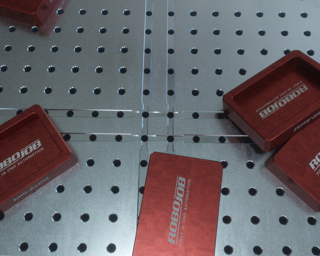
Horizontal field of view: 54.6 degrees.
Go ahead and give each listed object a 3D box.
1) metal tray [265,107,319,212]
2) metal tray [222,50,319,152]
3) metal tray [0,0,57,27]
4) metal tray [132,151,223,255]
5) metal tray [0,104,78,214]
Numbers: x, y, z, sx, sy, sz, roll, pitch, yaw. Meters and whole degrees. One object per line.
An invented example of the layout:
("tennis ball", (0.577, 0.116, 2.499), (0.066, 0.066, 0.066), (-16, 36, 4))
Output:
("metal tray", (0.214, 0.031, 0.399), (0.130, 0.030, 0.090), (-43, 76, -14))
("metal tray", (0.160, -0.039, 0.405), (0.130, 0.030, 0.090), (-33, 55, -8))
("metal tray", (-0.205, -0.231, 0.493), (0.090, 0.030, 0.130), (18, 71, 6))
("metal tray", (0.023, 0.100, 0.373), (0.090, 0.030, 0.130), (9, 70, 3))
("metal tray", (-0.185, 0.041, 0.393), (0.131, 0.030, 0.090), (-35, 74, -12))
